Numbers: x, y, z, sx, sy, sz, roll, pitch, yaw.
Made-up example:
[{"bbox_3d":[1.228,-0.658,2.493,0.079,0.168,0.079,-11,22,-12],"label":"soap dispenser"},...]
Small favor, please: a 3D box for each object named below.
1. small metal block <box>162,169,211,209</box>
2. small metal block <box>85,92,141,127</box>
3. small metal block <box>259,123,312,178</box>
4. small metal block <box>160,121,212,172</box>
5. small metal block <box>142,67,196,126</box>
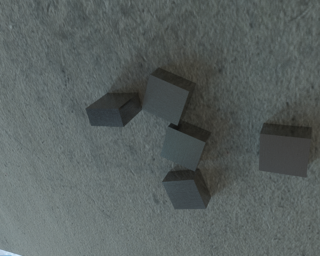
[{"bbox_3d":[0.038,0.088,0.440,0.050,0.025,0.050,-11,113,32],"label":"small metal block"},{"bbox_3d":[-0.059,-0.025,0.405,0.050,0.050,0.025,2,119,27],"label":"small metal block"},{"bbox_3d":[0.140,0.024,0.348,0.050,0.025,0.050,6,121,24],"label":"small metal block"},{"bbox_3d":[0.033,0.021,0.402,0.050,0.025,0.050,23,127,13],"label":"small metal block"},{"bbox_3d":[0.010,-0.038,0.377,0.050,0.025,0.050,25,127,12],"label":"small metal block"}]
